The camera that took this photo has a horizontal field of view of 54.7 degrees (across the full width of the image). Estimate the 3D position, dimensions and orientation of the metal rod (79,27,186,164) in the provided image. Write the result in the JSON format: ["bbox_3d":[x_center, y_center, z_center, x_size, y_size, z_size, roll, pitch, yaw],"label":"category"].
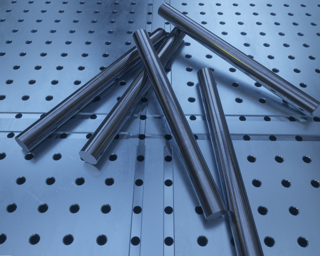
[{"bbox_3d":[-0.026,-0.068,0.464,0.025,0.025,0.301,19,52,15],"label":"metal rod"}]

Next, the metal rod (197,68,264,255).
[{"bbox_3d":[0.080,0.031,0.382,0.025,0.025,0.300,-3,50,-3],"label":"metal rod"}]

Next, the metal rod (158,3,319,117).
[{"bbox_3d":[0.111,-0.116,0.487,0.025,0.025,0.300,-37,66,-27],"label":"metal rod"}]

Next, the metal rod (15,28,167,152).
[{"bbox_3d":[-0.085,-0.072,0.466,0.025,0.025,0.301,29,55,22],"label":"metal rod"}]

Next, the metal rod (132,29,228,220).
[{"bbox_3d":[0.015,-0.026,0.409,0.025,0.025,0.299,-14,58,-12],"label":"metal rod"}]
